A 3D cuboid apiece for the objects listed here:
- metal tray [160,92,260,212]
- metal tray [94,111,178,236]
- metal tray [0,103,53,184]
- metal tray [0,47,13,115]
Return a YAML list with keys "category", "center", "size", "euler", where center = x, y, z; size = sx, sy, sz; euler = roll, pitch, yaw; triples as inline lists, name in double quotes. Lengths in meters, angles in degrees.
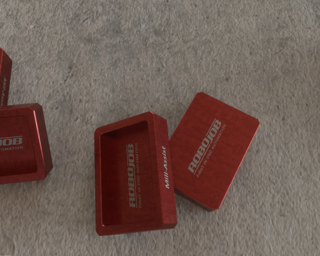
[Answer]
- category: "metal tray"
  center: [0.058, 0.028, 0.396]
  size: [0.090, 0.030, 0.130]
  euler: [28, 72, 9]
- category: "metal tray"
  center: [-0.032, 0.054, 0.362]
  size: [0.090, 0.030, 0.129]
  euler: [-16, 67, 27]
- category: "metal tray"
  center: [-0.205, 0.022, 0.371]
  size: [0.131, 0.030, 0.089]
  euler: [-6, 104, -3]
- category: "metal tray"
  center: [-0.257, -0.044, 0.418]
  size: [0.091, 0.030, 0.129]
  euler: [-3, 70, -2]
